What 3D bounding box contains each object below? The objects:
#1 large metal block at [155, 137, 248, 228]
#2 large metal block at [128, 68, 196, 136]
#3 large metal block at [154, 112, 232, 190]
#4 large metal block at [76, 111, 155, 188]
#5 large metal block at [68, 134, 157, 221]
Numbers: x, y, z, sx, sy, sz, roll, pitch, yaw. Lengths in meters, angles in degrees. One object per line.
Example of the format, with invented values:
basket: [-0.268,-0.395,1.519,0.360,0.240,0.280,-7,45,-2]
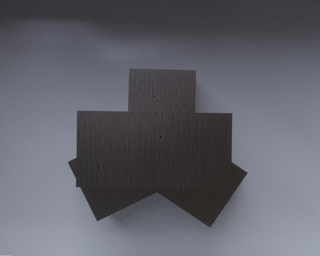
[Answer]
large metal block: [0.050,0.064,0.396,0.080,0.050,0.080,34,90,0]
large metal block: [0.002,-0.031,0.397,0.081,0.050,0.080,2,90,0]
large metal block: [0.034,0.024,0.346,0.081,0.050,0.080,1,90,0]
large metal block: [-0.046,0.022,0.347,0.081,0.050,0.080,1,90,0]
large metal block: [-0.057,0.059,0.397,0.080,0.050,0.080,-26,90,0]
